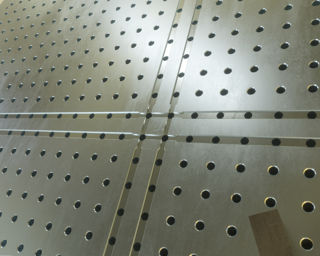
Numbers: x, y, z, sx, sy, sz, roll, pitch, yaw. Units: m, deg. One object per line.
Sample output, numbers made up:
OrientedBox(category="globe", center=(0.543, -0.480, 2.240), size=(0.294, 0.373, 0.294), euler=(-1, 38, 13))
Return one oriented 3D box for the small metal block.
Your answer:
OrientedBox(category="small metal block", center=(0.102, 0.105, 0.274), size=(0.025, 0.050, 0.050), euler=(-20, 54, 16))
